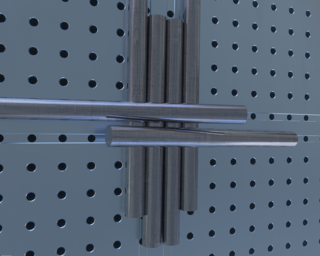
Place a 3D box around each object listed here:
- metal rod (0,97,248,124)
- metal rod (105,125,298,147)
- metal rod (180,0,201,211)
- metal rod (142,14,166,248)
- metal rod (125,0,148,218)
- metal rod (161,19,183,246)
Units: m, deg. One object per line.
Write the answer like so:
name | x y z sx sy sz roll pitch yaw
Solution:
metal rod | -0.040 -0.020 0.373 0.302 0.025 0.025 1 90 -11
metal rod | 0.075 0.013 0.418 0.302 0.025 0.025 2 90 -29
metal rod | 0.041 -0.038 0.427 0.025 0.025 0.298 1 90 -20
metal rod | -0.008 0.004 0.408 0.025 0.025 0.298 1 90 -20
metal rod | -0.030 -0.037 0.400 0.025 0.025 0.298 1 90 -20
metal rod | 0.016 0.005 0.419 0.025 0.025 0.298 1 90 -20
